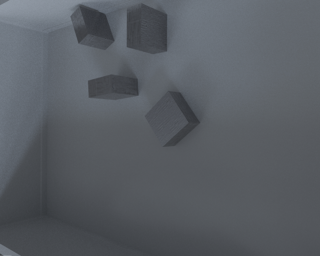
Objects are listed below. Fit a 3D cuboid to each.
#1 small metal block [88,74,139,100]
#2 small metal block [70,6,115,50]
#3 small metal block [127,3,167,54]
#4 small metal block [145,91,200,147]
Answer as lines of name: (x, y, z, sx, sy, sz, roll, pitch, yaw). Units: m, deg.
small metal block: (-0.067, -0.057, 0.446, 0.050, 0.050, 0.025, -5, 87, 40)
small metal block: (-0.103, -0.152, 0.476, 0.025, 0.050, 0.050, -31, 71, 36)
small metal block: (-0.016, -0.127, 0.404, 0.025, 0.050, 0.050, 1, 91, 40)
small metal block: (0.015, -0.011, 0.395, 0.050, 0.025, 0.050, -45, 63, 31)
